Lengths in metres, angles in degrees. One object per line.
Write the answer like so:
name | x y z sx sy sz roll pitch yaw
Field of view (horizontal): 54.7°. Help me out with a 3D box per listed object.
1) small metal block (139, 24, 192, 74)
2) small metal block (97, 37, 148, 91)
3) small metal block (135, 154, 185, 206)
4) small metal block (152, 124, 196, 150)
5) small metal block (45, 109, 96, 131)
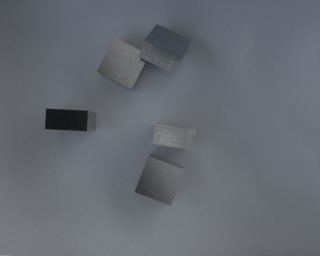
small metal block | 0.007 -0.102 0.397 0.050 0.050 0.025 25 135 0
small metal block | -0.048 -0.083 0.411 0.050 0.025 0.050 27 90 -1
small metal block | 0.000 0.068 0.412 0.050 0.025 0.050 21 90 -1
small metal block | 0.017 0.011 0.399 0.050 0.050 0.025 9 90 -1
small metal block | -0.113 -0.010 0.397 0.050 0.050 0.025 3 90 -1
